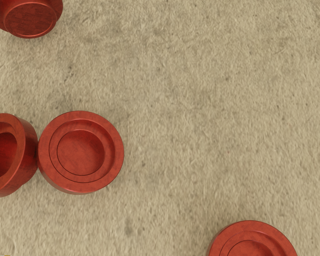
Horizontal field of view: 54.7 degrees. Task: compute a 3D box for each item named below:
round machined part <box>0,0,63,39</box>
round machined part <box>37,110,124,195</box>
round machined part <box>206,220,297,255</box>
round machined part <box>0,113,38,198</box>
[{"bbox_3d":[-0.183,-0.162,0.426,0.099,0.098,0.042,-22,72,-8],"label":"round machined part"},{"bbox_3d":[-0.097,0.032,0.373,0.099,0.042,0.098,10,67,-25],"label":"round machined part"},{"bbox_3d":[0.099,0.154,0.344,0.099,0.042,0.098,0,70,-1],"label":"round machined part"},{"bbox_3d":[-0.185,0.034,0.372,0.098,0.042,0.098,-8,69,21],"label":"round machined part"}]
